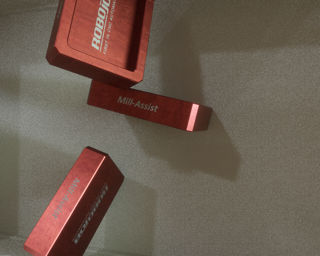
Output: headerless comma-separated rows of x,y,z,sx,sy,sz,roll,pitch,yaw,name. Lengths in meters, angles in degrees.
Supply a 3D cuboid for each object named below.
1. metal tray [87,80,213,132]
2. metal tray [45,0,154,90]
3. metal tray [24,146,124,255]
-0.009,-0.027,0.378,0.130,0.090,0.030,15,96,19,metal tray
-0.055,-0.114,0.318,0.030,0.091,0.129,-16,63,54,metal tray
-0.097,0.098,0.380,0.030,0.090,0.130,20,67,18,metal tray
